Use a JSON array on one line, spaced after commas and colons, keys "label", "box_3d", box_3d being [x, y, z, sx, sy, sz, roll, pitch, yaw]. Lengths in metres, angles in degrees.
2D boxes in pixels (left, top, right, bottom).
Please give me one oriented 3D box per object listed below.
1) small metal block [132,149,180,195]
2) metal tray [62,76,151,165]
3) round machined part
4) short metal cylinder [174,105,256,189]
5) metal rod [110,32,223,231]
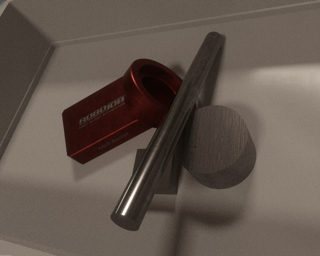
[{"label": "small metal block", "box_3d": [-0.004, 0.052, 0.375, 0.050, 0.025, 0.050, -4, 60, 25]}, {"label": "metal tray", "box_3d": [-0.077, -0.015, 0.450, 0.130, 0.030, 0.090, -28, 52, 10]}, {"label": "round machined part", "box_3d": [-0.005, -0.038, 0.393, 0.042, 0.099, 0.098, -47, 44, 34]}, {"label": "short metal cylinder", "box_3d": [0.061, 0.022, 0.344, 0.080, 0.050, 0.080, -13, 56, 20]}, {"label": "metal rod", "box_3d": [0.025, -0.025, 0.346, 0.025, 0.025, 0.301, 1, 43, 28]}]
